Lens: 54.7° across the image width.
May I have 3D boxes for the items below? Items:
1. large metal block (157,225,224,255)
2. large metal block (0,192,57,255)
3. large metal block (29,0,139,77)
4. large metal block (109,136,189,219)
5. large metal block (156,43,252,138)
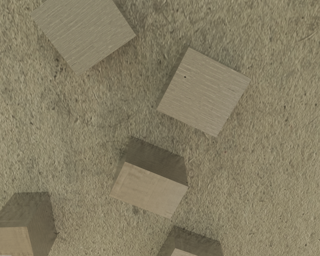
[{"bbox_3d":[0.042,0.208,0.473,0.080,0.050,0.079,22,109,-8],"label":"large metal block"},{"bbox_3d":[-0.187,0.146,0.432,0.050,0.080,0.079,-2,110,1],"label":"large metal block"},{"bbox_3d":[-0.081,-0.118,0.352,0.080,0.050,0.080,-32,107,11],"label":"large metal block"},{"bbox_3d":[-0.014,0.061,0.403,0.080,0.080,0.050,23,109,-8],"label":"large metal block"},{"bbox_3d":[0.050,-0.047,0.379,0.080,0.050,0.080,25,108,-9],"label":"large metal block"}]
